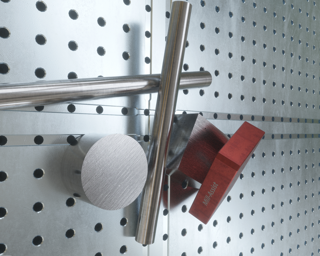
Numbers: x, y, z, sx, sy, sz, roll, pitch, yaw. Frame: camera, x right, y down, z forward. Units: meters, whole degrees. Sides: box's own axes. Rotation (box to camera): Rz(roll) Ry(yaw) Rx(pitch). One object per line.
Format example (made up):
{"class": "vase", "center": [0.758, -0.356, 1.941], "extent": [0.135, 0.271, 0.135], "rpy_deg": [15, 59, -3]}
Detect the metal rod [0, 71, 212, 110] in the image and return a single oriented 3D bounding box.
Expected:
{"class": "metal rod", "center": [-0.046, -0.050, 0.370], "extent": [0.302, 0.025, 0.025], "rpy_deg": [-12, 98, -39]}

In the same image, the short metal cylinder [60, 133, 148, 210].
{"class": "short metal cylinder", "center": [-0.061, 0.045, 0.342], "extent": [0.081, 0.050, 0.079], "rpy_deg": [0, 90, -40]}

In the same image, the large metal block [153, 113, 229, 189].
{"class": "large metal block", "center": [0.047, 0.034, 0.433], "extent": [0.080, 0.050, 0.080], "rpy_deg": [34, 69, -35]}

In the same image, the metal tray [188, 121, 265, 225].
{"class": "metal tray", "center": [0.089, 0.063, 0.423], "extent": [0.091, 0.030, 0.129], "rpy_deg": [-39, 155, -42]}

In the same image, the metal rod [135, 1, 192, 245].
{"class": "metal rod", "center": [0.004, -0.004, 0.387], "extent": [0.025, 0.025, 0.298], "rpy_deg": [7, 93, -40]}
